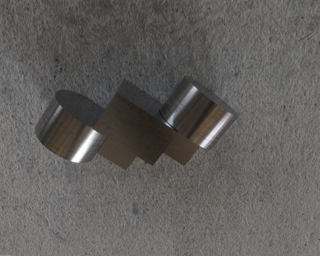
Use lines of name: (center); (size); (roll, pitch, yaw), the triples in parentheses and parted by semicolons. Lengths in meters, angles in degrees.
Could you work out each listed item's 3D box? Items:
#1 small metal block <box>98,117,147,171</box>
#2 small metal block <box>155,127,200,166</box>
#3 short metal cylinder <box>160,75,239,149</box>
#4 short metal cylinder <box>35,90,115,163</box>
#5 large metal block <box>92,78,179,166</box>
small metal block: (-0.052, 0.021, 0.419); (0.050, 0.025, 0.050); (34, 107, -12)
small metal block: (0.026, 0.015, 0.417); (0.050, 0.025, 0.050); (34, 107, -12)
short metal cylinder: (0.047, -0.020, 0.375); (0.080, 0.080, 0.050); (34, 107, -12)
short metal cylinder: (-0.103, -0.003, 0.380); (0.080, 0.080, 0.050); (33, 107, -12)
large metal block: (-0.027, -0.011, 0.378); (0.080, 0.080, 0.050); (33, 107, -12)
